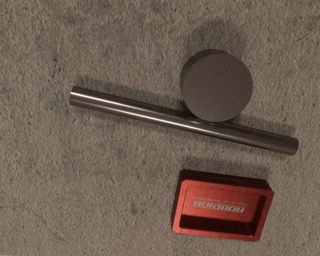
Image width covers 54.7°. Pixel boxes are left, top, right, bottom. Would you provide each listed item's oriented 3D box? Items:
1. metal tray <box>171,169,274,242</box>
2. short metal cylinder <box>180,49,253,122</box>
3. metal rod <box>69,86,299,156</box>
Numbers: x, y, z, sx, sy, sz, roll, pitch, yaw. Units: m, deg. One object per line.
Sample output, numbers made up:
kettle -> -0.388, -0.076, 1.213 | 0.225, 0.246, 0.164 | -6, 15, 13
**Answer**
metal tray -> 0.087, 0.113, 0.450 | 0.131, 0.030, 0.089 | 8, 110, -4
short metal cylinder -> 0.066, -0.053, 0.378 | 0.081, 0.050, 0.079 | 0, 110, -1
metal rod -> 0.035, -0.008, 0.407 | 0.302, 0.025, 0.025 | 13, 110, -6
